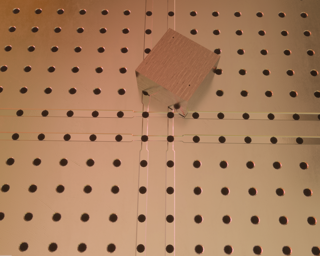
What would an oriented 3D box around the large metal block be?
[{"bbox_3d":[0.024,-0.076,0.426,0.080,0.050,0.080,33,73,11],"label":"large metal block"}]
